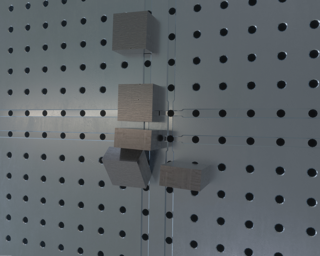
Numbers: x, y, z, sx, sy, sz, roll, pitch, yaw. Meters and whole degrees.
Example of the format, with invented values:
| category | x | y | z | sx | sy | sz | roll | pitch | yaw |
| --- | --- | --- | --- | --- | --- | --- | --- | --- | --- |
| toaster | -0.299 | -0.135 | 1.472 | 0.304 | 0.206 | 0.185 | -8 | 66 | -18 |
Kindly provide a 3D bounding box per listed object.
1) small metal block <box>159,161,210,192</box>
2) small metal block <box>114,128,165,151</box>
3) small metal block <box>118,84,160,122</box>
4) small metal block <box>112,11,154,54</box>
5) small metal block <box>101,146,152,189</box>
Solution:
| category | x | y | z | sx | sy | sz | roll | pitch | yaw |
| --- | --- | --- | --- | --- | --- | --- | --- | --- | --- |
| small metal block | 0.032 | 0.059 | 0.388 | 0.050 | 0.050 | 0.025 | 5 | 92 | 20 |
| small metal block | -0.026 | 0.014 | 0.409 | 0.050 | 0.050 | 0.025 | 4 | 91 | 20 |
| small metal block | -0.029 | -0.034 | 0.423 | 0.050 | 0.025 | 0.050 | 2 | 91 | 20 |
| small metal block | -0.037 | -0.130 | 0.426 | 0.050 | 0.025 | 0.050 | 3 | 91 | 20 |
| small metal block | -0.043 | 0.053 | 0.415 | 0.050 | 0.025 | 0.050 | 2 | 130 | 20 |
